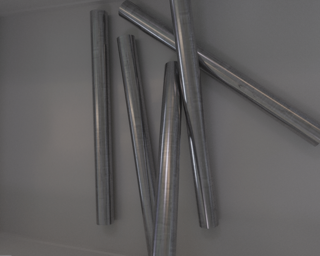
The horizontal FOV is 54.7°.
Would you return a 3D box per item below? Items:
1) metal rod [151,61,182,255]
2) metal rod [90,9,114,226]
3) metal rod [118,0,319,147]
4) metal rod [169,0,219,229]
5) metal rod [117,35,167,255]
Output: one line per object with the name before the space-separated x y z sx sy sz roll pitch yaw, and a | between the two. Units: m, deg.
metal rod | 0.009 0.055 0.342 0.025 0.025 0.299 -6 63 20
metal rod | -0.082 -0.015 0.439 0.025 0.025 0.298 -2 89 20
metal rod | 0.066 -0.077 0.386 0.300 0.025 0.025 37 102 16
metal rod | 0.041 -0.026 0.377 0.025 0.025 0.298 -6 95 20
metal rod | -0.025 0.023 0.419 0.025 0.025 0.298 -10 87 20
